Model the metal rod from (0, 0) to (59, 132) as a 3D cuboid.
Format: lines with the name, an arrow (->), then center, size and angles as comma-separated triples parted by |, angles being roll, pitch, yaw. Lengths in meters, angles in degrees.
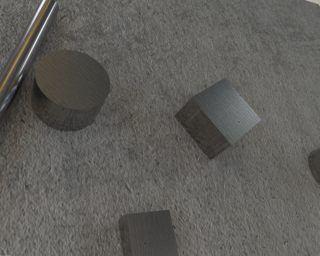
metal rod -> -0.167, -0.044, 0.340 | 0.025, 0.025, 0.300 | 20, 54, -17

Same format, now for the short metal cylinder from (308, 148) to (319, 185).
short metal cylinder -> 0.295, 0.062, 0.509 | 0.081, 0.050, 0.080 | 14, 56, -21

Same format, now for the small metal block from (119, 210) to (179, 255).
small metal block -> -0.013, 0.116, 0.326 | 0.050, 0.025, 0.050 | 2, 61, -27

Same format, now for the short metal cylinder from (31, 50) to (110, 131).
short metal cylinder -> -0.104, -0.043, 0.358 | 0.081, 0.050, 0.080 | 14, 56, -21

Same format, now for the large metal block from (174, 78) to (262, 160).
large metal block -> 0.083, -0.014, 0.441 | 0.081, 0.050, 0.080 | -32, 80, -38
